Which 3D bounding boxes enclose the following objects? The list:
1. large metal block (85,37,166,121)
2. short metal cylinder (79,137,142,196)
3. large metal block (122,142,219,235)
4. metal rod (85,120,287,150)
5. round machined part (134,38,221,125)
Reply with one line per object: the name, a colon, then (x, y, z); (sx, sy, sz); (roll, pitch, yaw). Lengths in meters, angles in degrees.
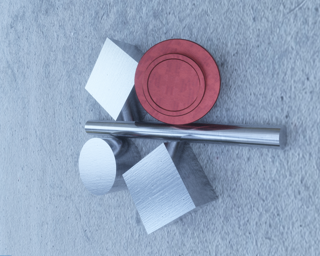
large metal block: (-0.048, -0.065, 0.424); (0.080, 0.050, 0.080); (44, 116, 31)
short metal cylinder: (-0.072, 0.053, 0.447); (0.080, 0.050, 0.079); (0, 90, 39)
large metal block: (0.011, 0.071, 0.379); (0.080, 0.050, 0.080); (-40, 66, 32)
metal rod: (0.006, 0.004, 0.401); (0.300, 0.025, 0.025); (3, 92, 39)
round machined part: (0.018, -0.050, 0.348); (0.098, 0.042, 0.097); (3, 105, 11)
